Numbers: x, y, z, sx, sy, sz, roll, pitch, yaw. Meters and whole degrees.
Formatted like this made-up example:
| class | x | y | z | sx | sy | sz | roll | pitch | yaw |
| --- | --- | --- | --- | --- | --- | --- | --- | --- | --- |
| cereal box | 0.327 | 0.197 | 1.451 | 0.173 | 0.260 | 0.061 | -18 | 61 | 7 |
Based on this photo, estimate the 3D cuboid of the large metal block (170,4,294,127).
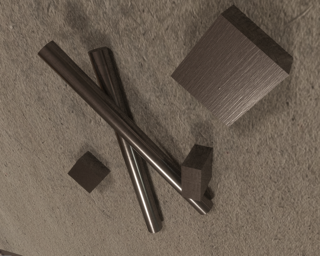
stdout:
| class | x | y | z | sx | sy | sz | roll | pitch | yaw |
| --- | --- | --- | --- | --- | --- | --- | --- | --- | --- |
| large metal block | 0.072 | -0.062 | 0.314 | 0.080 | 0.050 | 0.080 | 42 | 129 | -1 |

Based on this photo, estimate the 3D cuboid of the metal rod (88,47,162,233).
| class | x | y | z | sx | sy | sz | roll | pitch | yaw |
| --- | --- | --- | --- | --- | --- | --- | --- | --- | --- |
| metal rod | -0.043 | 0.033 | 0.448 | 0.025 | 0.025 | 0.298 | -1 | 118 | 28 |

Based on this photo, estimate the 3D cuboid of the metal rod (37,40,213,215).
| class | x | y | z | sx | sy | sz | roll | pitch | yaw |
| --- | --- | --- | --- | --- | --- | --- | --- | --- | --- |
| metal rod | -0.035 | 0.009 | 0.404 | 0.300 | 0.025 | 0.025 | 46 | 129 | -15 |

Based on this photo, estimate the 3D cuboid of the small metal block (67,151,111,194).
| class | x | y | z | sx | sy | sz | roll | pitch | yaw |
| --- | --- | --- | --- | --- | --- | --- | --- | --- | --- |
| small metal block | -0.117 | 0.073 | 0.512 | 0.050 | 0.025 | 0.050 | 43 | 129 | -2 |

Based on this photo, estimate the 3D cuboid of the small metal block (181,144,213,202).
| class | x | y | z | sx | sy | sz | roll | pitch | yaw |
| --- | --- | --- | --- | --- | --- | --- | --- | --- | --- |
| small metal block | 0.048 | 0.057 | 0.399 | 0.025 | 0.050 | 0.050 | 11 | 123 | 22 |
